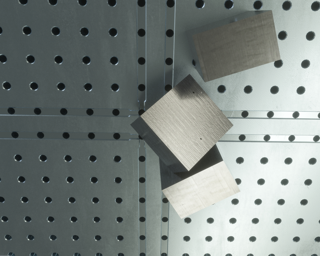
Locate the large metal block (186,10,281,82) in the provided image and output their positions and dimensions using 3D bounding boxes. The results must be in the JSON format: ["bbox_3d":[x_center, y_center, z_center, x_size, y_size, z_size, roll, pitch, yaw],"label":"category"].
[{"bbox_3d":[0.078,-0.095,0.350,0.080,0.080,0.050,-16,110,5],"label":"large metal block"}]

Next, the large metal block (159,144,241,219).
[{"bbox_3d":[0.048,0.058,0.404,0.080,0.080,0.050,-28,113,9],"label":"large metal block"}]

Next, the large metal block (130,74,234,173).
[{"bbox_3d":[0.025,-0.004,0.373,0.080,0.050,0.080,-42,94,-20],"label":"large metal block"}]
